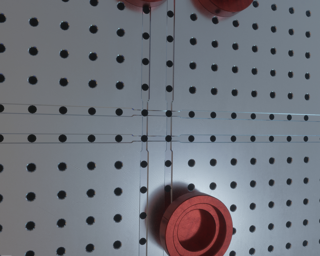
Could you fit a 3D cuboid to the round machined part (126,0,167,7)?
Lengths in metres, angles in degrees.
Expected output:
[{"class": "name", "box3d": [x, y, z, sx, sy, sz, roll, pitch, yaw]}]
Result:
[{"class": "round machined part", "box3d": [-0.016, -0.211, 0.397, 0.099, 0.042, 0.097, 0, 90, -20]}]

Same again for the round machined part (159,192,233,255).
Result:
[{"class": "round machined part", "box3d": [0.045, 0.135, 0.420, 0.099, 0.042, 0.097, 0, 90, -20]}]

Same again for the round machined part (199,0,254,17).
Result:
[{"class": "round machined part", "box3d": [0.099, -0.214, 0.439, 0.099, 0.042, 0.097, 0, 90, -20]}]
